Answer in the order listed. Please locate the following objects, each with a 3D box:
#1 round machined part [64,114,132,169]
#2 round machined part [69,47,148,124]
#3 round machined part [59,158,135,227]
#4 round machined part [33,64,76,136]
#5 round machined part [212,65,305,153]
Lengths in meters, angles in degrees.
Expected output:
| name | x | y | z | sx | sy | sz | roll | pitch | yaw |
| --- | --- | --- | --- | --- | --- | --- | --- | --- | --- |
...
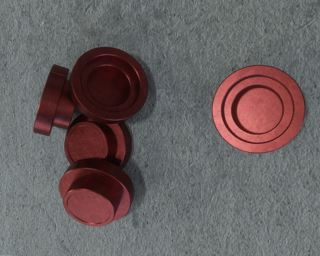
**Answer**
| name | x | y | z | sx | sy | sz | roll | pitch | yaw |
| --- | --- | --- | --- | --- | --- | --- | --- | --- | --- |
| round machined part | -0.093 | 0.024 | 0.433 | 0.098 | 0.042 | 0.097 | 0 | 90 | 20 |
| round machined part | -0.068 | -0.052 | 0.406 | 0.099 | 0.042 | 0.098 | 6 | 75 | -23 |
| round machined part | -0.086 | 0.091 | 0.406 | 0.098 | 0.042 | 0.097 | 5 | 124 | 8 |
| round machined part | -0.139 | -0.035 | 0.430 | 0.042 | 0.098 | 0.097 | 17 | 97 | -18 |
| round machined part | 0.113 | -0.021 | 0.360 | 0.098 | 0.042 | 0.097 | 0 | 90 | 20 |
